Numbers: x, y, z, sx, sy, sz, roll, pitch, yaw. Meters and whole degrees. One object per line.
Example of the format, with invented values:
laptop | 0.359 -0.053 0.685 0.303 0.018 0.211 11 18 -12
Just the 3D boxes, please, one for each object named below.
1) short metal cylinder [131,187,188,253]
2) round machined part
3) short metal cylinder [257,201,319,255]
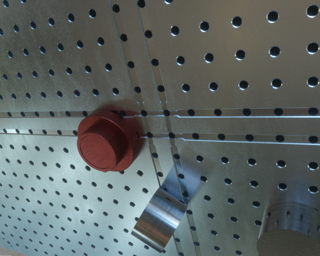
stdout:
short metal cylinder | 0.000 0.135 0.459 0.050 0.080 0.079 30 128 9
round machined part | -0.083 0.026 0.460 0.098 0.042 0.097 13 124 21
short metal cylinder | 0.169 0.140 0.393 0.080 0.050 0.079 13 124 21
